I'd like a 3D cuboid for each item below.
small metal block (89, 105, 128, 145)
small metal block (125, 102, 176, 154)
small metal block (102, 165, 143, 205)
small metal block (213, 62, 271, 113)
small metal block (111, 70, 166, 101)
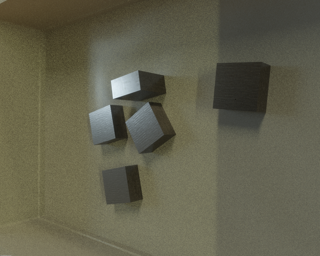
[{"bbox_3d":[-0.079,-0.004,0.469,0.050,0.025,0.050,-17,79,38],"label":"small metal block"},{"bbox_3d":[-0.013,0.000,0.416,0.050,0.025,0.050,-38,67,33],"label":"small metal block"},{"bbox_3d":[-0.055,0.082,0.450,0.050,0.025,0.050,-16,80,38],"label":"small metal block"},{"bbox_3d":[0.087,-0.044,0.334,0.050,0.025,0.050,8,95,39],"label":"small metal block"},{"bbox_3d":[-0.028,-0.055,0.412,0.050,0.050,0.025,-12,83,39],"label":"small metal block"}]
